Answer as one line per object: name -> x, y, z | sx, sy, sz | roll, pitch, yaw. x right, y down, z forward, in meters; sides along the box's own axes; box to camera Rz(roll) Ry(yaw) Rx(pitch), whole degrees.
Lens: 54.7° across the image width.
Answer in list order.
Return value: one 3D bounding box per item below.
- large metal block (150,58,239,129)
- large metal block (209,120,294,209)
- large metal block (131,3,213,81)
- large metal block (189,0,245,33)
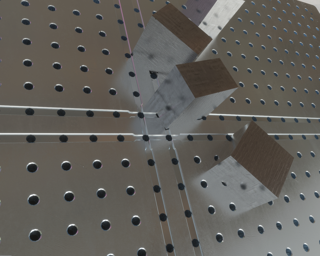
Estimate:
large metal block -> 0.045, -0.047, 0.428 | 0.081, 0.080, 0.050 | -17, 71, -35
large metal block -> 0.129, 0.050, 0.433 | 0.080, 0.050, 0.080 | 42, 51, 0
large metal block -> 0.015, -0.119, 0.455 | 0.080, 0.080, 0.050 | 40, 51, -1
large metal block -> 0.103, -0.240, 0.577 | 0.050, 0.080, 0.080 | 4, 60, -27
